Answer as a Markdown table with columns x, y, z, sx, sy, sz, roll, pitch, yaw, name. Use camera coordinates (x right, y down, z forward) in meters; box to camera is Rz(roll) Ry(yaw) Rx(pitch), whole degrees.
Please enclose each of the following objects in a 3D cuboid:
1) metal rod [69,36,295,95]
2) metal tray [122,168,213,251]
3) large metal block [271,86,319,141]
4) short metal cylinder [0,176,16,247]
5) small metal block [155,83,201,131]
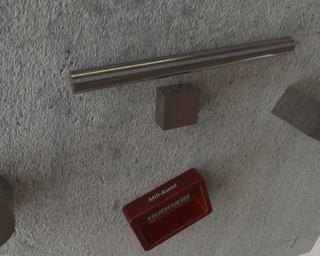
| x | y | z | sx | sy | sz | roll | pitch | yaw | name |
| --- | --- | --- | --- | --- | --- | --- | --- | --- | --- |
| 0.044 | -0.082 | 0.381 | 0.302 | 0.025 | 0.025 | -14 | 125 | -21 | metal rod |
| 0.016 | 0.131 | 0.495 | 0.131 | 0.030 | 0.090 | -28 | 128 | -11 | metal tray |
| 0.242 | -0.018 | 0.496 | 0.081 | 0.080 | 0.050 | 18 | 109 | -36 | large metal block |
| -0.204 | 0.094 | 0.338 | 0.081 | 0.050 | 0.079 | -14 | 125 | -21 | short metal cylinder |
| 0.022 | -0.028 | 0.403 | 0.050 | 0.025 | 0.050 | -12 | 124 | -23 | small metal block |
